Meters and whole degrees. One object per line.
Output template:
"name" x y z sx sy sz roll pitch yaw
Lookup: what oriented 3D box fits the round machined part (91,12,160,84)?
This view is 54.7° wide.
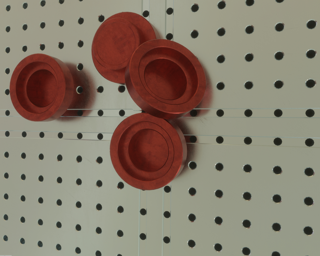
"round machined part" -0.051 -0.109 0.420 0.098 0.042 0.097 0 90 19

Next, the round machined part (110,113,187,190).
"round machined part" -0.012 0.028 0.405 0.098 0.042 0.097 1 93 19

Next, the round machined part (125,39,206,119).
"round machined part" 0.004 -0.057 0.383 0.099 0.042 0.098 7 69 -20

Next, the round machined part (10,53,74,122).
"round machined part" -0.170 -0.058 0.462 0.098 0.042 0.097 0 90 19
